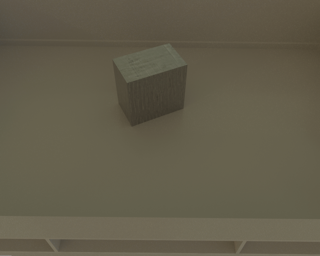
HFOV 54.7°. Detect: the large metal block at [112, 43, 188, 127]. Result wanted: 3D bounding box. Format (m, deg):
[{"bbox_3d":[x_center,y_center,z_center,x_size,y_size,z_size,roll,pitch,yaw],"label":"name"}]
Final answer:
[{"bbox_3d":[-0.013,-0.057,0.418,0.081,0.080,0.050,-20,53,-16],"label":"large metal block"}]
